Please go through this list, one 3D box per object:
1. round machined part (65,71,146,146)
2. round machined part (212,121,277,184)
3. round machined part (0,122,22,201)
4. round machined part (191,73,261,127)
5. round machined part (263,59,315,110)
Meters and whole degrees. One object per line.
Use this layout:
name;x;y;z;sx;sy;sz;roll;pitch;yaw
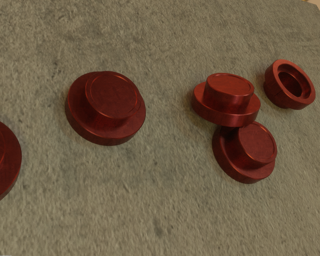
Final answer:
round machined part;-0.062;-0.031;0.379;0.099;0.042;0.098;14;56;-21
round machined part;0.128;0.028;0.448;0.099;0.042;0.098;14;56;-21
round machined part;-0.179;0.026;0.281;0.099;0.042;0.098;14;56;-21
round machined part;0.097;-0.047;0.450;0.099;0.042;0.098;5;36;-4
round machined part;0.230;-0.074;0.565;0.099;0.042;0.098;14;56;-21
